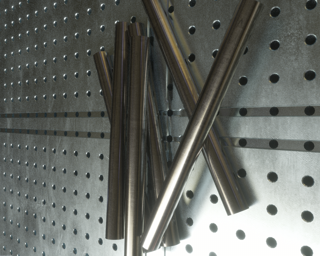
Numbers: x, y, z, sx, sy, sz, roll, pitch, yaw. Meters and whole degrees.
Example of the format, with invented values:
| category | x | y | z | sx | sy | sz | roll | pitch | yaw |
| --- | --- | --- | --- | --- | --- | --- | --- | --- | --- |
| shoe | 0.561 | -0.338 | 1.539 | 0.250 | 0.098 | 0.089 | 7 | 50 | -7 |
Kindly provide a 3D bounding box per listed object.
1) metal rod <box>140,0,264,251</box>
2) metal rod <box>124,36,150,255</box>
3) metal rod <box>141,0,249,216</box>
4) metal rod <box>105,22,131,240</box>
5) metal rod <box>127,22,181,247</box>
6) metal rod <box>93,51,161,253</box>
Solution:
| category | x | y | z | sx | sy | sz | roll | pitch | yaw |
| --- | --- | --- | --- | --- | --- | --- | --- | --- | --- |
| metal rod | 0.038 | 0.011 | 0.344 | 0.025 | 0.025 | 0.298 | 33 | 110 | 35 |
| metal rod | -0.030 | 0.034 | 0.401 | 0.025 | 0.025 | 0.298 | 3 | 92 | 40 |
| metal rod | 0.036 | -0.043 | 0.380 | 0.025 | 0.025 | 0.299 | -32 | 70 | 35 |
| metal rod | -0.056 | -0.003 | 0.431 | 0.025 | 0.025 | 0.299 | -6 | 78 | 40 |
| metal rod | -0.010 | 0.003 | 0.418 | 0.025 | 0.025 | 0.299 | -15 | 80 | 39 |
| metal rod | -0.052 | 0.026 | 0.453 | 0.025 | 0.025 | 0.299 | -26 | 74 | 37 |
